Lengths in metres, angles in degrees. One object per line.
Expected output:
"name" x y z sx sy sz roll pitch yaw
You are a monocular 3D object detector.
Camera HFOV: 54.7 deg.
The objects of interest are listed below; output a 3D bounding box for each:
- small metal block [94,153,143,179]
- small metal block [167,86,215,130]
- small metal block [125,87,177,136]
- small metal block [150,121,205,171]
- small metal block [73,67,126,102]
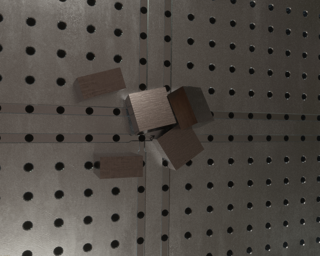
"small metal block" -0.052 0.045 0.381 0.050 0.050 0.025 0 90 -20
"small metal block" 0.042 -0.026 0.410 0.050 0.025 0.050 -7 74 -56
"small metal block" -0.012 -0.022 0.403 0.050 0.025 0.050 -14 81 -20
"small metal block" 0.024 0.022 0.423 0.050 0.025 0.050 -35 102 -17
"small metal block" -0.074 -0.051 0.373 0.050 0.050 0.025 -18 97 -19
